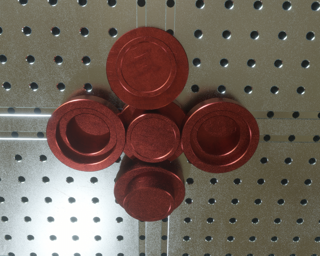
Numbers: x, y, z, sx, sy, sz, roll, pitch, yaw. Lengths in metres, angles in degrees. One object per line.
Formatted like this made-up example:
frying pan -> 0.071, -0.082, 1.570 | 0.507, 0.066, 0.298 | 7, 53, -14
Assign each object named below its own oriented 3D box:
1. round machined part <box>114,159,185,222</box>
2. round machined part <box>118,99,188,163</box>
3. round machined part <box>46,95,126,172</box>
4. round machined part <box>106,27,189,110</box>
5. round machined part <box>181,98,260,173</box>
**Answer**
round machined part -> -0.014, 0.091, 0.425 | 0.099, 0.042, 0.097 | 0, 125, 0
round machined part -> -0.009, 0.006, 0.405 | 0.099, 0.042, 0.097 | 0, 110, -1
round machined part -> -0.092, 0.004, 0.404 | 0.099, 0.042, 0.097 | 0, 110, -1
round machined part -> -0.015, -0.070, 0.366 | 0.099, 0.042, 0.097 | 0, 96, 1
round machined part -> 0.076, 0.007, 0.407 | 0.099, 0.042, 0.097 | 0, 110, -1
